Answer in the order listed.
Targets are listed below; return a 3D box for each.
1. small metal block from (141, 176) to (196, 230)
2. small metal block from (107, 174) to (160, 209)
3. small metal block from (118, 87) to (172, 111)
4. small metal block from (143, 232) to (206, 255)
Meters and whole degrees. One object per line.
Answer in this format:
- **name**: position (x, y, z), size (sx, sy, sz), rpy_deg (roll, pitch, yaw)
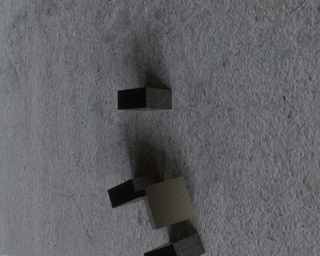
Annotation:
- **small metal block**: position (0.009, 0.091, 0.378), size (0.025, 0.050, 0.050), rpy_deg (125, 130, -68)
- **small metal block**: position (-0.033, 0.084, 0.416), size (0.050, 0.050, 0.025), rpy_deg (-30, 71, 36)
- **small metal block**: position (-0.020, -0.036, 0.405), size (0.050, 0.050, 0.025), rpy_deg (-1, 90, 40)
- **small metal block**: position (0.018, 0.151, 0.374), size (0.050, 0.050, 0.025), rpy_deg (-33, 70, 35)
